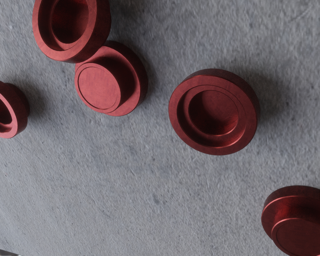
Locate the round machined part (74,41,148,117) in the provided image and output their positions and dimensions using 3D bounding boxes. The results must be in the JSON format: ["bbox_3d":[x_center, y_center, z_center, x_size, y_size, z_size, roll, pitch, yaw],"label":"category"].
[{"bbox_3d":[-0.068,-0.058,0.395,0.098,0.042,0.097,13,124,20],"label":"round machined part"}]

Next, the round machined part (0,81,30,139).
[{"bbox_3d":[-0.254,-0.035,0.505,0.098,0.042,0.097,13,124,20],"label":"round machined part"}]

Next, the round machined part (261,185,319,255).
[{"bbox_3d":[0.175,0.122,0.379,0.098,0.042,0.097,13,124,20],"label":"round machined part"}]

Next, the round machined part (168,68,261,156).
[{"bbox_3d":[0.063,-0.021,0.349,0.098,0.042,0.097,13,124,20],"label":"round machined part"}]

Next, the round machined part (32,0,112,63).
[{"bbox_3d":[-0.095,-0.122,0.352,0.098,0.042,0.097,1,93,29],"label":"round machined part"}]
